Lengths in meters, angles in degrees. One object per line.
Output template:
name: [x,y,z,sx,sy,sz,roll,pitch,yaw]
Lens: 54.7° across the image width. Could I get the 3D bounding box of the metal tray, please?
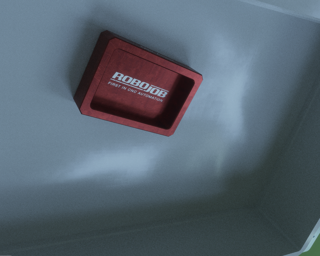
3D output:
metal tray: [-0.023,-0.046,0.365,0.131,0.030,0.089,16,110,-35]
